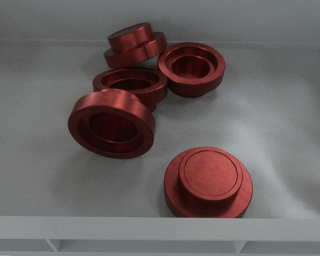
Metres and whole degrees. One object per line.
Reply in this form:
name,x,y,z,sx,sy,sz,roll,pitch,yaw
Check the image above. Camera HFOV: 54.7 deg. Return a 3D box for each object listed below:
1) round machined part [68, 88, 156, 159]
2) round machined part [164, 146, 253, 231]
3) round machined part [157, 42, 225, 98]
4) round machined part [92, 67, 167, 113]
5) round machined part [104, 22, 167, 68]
round machined part,-0.053,-0.008,0.364,0.099,0.097,0.042,6,51,4
round machined part,0.054,0.060,0.345,0.099,0.042,0.098,0,50,0
round machined part,0.045,-0.083,0.464,0.099,0.042,0.098,0,50,0
round machined part,-0.039,-0.047,0.420,0.099,0.042,0.098,0,30,0
round machined part,-0.041,-0.131,0.476,0.098,0.042,0.098,-16,26,8
